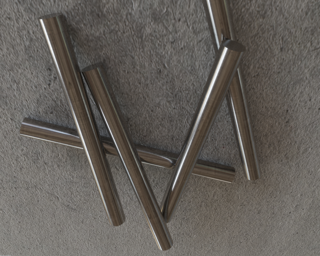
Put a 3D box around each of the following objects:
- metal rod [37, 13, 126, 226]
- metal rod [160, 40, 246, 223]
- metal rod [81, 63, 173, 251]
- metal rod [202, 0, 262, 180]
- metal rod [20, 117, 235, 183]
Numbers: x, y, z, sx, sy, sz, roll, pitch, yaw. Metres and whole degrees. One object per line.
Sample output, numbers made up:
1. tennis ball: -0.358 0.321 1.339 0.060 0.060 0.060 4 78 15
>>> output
1. metal rod: -0.087 0.013 0.388 0.025 0.025 0.298 -7 121 6
2. metal rod: 0.040 0.030 0.398 0.025 0.025 0.298 10 130 -8
3. metal rod: -0.034 0.057 0.418 0.025 0.025 0.298 -13 118 11
4. metal rod: 0.092 -0.039 0.374 0.025 0.025 0.299 -15 129 12
5. metal rod: -0.035 0.034 0.435 0.302 0.025 0.025 14 129 -12
